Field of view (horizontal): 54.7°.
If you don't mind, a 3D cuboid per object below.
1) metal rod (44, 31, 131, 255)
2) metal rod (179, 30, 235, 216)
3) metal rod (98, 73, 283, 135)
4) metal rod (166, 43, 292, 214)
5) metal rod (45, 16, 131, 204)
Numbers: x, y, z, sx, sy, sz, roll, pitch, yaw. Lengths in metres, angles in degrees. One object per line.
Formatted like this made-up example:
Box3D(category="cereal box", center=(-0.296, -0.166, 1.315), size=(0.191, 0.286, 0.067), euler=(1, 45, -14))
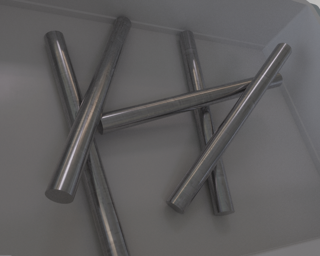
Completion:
Box3D(category="metal rod", center=(-0.087, 0.013, 0.350), size=(0.025, 0.025, 0.299), euler=(-8, 66, -32))
Box3D(category="metal rod", center=(0.062, -0.025, 0.454), size=(0.025, 0.025, 0.299), euler=(7, 59, -25))
Box3D(category="metal rod", center=(0.058, -0.041, 0.430), size=(0.302, 0.025, 0.025), euler=(-16, 70, -27))
Box3D(category="metal rod", center=(0.104, -0.014, 0.419), size=(0.025, 0.025, 0.301), euler=(40, 67, -2))
Box3D(category="metal rod", center=(-0.072, -0.050, 0.372), size=(0.025, 0.025, 0.300), euler=(22, 46, -15))
